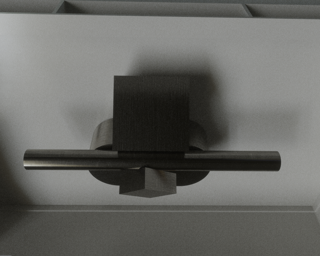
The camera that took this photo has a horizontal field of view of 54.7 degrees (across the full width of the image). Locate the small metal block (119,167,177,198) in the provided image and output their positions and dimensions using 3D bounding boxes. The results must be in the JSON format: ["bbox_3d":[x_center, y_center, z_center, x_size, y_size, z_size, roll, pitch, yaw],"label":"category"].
[{"bbox_3d":[-0.015,0.070,0.387,0.050,0.025,0.050,18,152,-39],"label":"small metal block"}]

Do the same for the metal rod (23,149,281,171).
[{"bbox_3d":[-0.008,0.039,0.375,0.302,0.025,0.025,1,130,-1],"label":"metal rod"}]

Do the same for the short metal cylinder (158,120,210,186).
[{"bbox_3d":[0.027,0.034,0.421,0.081,0.050,0.079,0,130,0],"label":"short metal cylinder"}]

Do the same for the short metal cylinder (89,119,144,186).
[{"bbox_3d":[-0.054,0.033,0.418,0.081,0.050,0.079,0,130,0],"label":"short metal cylinder"}]

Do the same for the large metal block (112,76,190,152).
[{"bbox_3d":[-0.009,-0.014,0.352,0.081,0.050,0.080,1,87,-1],"label":"large metal block"}]
